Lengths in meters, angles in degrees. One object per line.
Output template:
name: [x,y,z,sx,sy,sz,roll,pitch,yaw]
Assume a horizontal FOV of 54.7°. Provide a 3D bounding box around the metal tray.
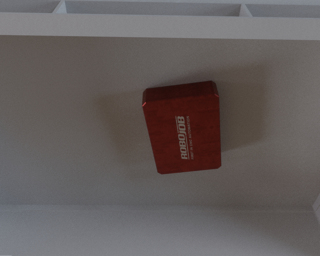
metal tray: [0.032,0.005,0.410,0.090,0.030,0.129,-7,130,5]
